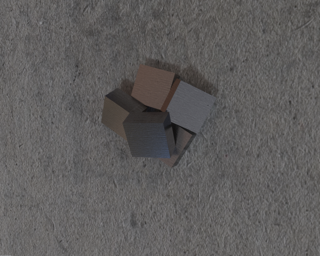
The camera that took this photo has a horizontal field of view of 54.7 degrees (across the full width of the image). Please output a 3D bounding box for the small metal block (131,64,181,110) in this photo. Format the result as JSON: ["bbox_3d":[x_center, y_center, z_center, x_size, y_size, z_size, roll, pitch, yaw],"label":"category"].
[{"bbox_3d":[-0.006,-0.053,0.412,0.050,0.025,0.050,18,96,18],"label":"small metal block"}]

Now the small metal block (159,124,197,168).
[{"bbox_3d":[0.011,0.016,0.406,0.050,0.025,0.050,34,101,16],"label":"small metal block"}]

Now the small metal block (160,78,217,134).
[{"bbox_3d":[0.034,-0.028,0.386,0.050,0.025,0.050,24,99,-16],"label":"small metal block"}]

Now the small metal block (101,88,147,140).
[{"bbox_3d":[-0.049,-0.017,0.414,0.050,0.025,0.050,35,137,15],"label":"small metal block"}]

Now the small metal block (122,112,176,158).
[{"bbox_3d":[-0.012,0.008,0.375,0.050,0.025,0.050,0,123,19],"label":"small metal block"}]
